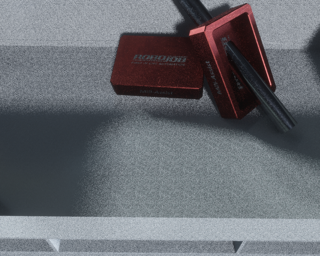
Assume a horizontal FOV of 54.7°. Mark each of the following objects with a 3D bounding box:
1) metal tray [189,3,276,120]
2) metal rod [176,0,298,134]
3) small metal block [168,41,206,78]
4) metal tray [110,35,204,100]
[{"bbox_3d":[0.102,-0.087,0.416,0.091,0.129,0.030,-36,22,-26],"label":"metal tray"},{"bbox_3d":[0.082,-0.119,0.423,0.025,0.025,0.299,-33,82,-25],"label":"metal rod"},{"bbox_3d":[0.043,-0.111,0.499,0.050,0.025,0.050,12,51,9],"label":"small metal block"},{"bbox_3d":[0.000,-0.091,0.458,0.131,0.030,0.090,4,65,8],"label":"metal tray"}]
